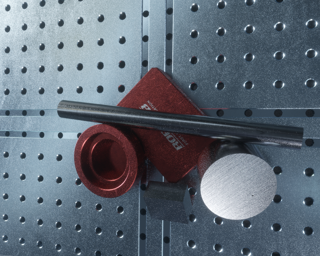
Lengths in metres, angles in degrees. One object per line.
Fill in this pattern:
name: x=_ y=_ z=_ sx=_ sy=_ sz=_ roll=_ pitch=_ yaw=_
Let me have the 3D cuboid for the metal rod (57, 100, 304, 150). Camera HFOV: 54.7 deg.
metal rod: x=0.008 y=-0.007 z=0.375 sx=0.301 sy=0.025 sz=0.025 roll=8 pitch=93 yaw=19

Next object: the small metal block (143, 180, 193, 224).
small metal block: x=0.011 y=0.094 z=0.393 sx=0.050 sy=0.025 sz=0.050 roll=3 pitch=134 yaw=19

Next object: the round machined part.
round machined part: x=-0.064 y=0.041 z=0.420 sx=0.098 sy=0.042 sz=0.097 roll=3 pitch=97 yaw=24

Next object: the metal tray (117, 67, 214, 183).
metal tray: x=0.009 y=-0.004 z=0.407 sx=0.090 sy=0.030 sz=0.130 roll=-45 pitch=77 yaw=14

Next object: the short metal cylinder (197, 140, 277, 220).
short metal cylinder: x=0.084 y=0.056 z=0.353 sx=0.081 sy=0.050 sz=0.079 roll=0 pitch=108 yaw=2
